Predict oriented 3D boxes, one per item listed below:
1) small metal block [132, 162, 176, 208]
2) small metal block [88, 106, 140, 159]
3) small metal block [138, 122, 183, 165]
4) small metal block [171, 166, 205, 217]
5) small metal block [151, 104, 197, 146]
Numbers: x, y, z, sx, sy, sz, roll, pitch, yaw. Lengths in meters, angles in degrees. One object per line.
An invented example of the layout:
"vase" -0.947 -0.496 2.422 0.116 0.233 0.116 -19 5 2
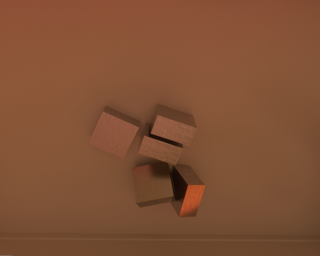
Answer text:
"small metal block" -0.008 0.077 0.424 0.050 0.050 0.025 -12 151 4
"small metal block" -0.060 0.006 0.413 0.050 0.025 0.050 25 108 -9
"small metal block" 0.000 0.019 0.405 0.050 0.050 0.025 19 109 -7
"small metal block" 0.034 0.086 0.427 0.025 0.050 0.050 5 111 -22
"small metal block" 0.017 -0.005 0.396 0.050 0.050 0.025 18 109 -7
